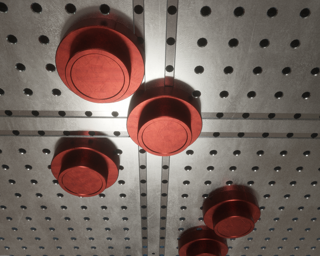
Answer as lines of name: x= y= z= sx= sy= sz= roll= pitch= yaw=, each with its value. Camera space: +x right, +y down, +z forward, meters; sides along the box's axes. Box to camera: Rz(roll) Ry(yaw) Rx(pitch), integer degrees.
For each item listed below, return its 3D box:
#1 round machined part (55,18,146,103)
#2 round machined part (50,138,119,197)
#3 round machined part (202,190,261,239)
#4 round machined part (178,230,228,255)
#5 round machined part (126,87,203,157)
round machined part: x=-0.066 y=-0.066 z=0.343 sx=0.099 sy=0.042 sz=0.097 roll=-1 pitch=130 yaw=0
round machined part: x=-0.110 y=0.064 z=0.454 sx=0.099 sy=0.042 sz=0.097 roll=-1 pitch=130 yaw=0
round machined part: x=0.124 y=0.154 z=0.534 sx=0.099 sy=0.042 sz=0.097 roll=-1 pitch=130 yaw=0
round machined part: x=0.086 y=0.246 z=0.611 sx=0.099 sy=0.042 sz=0.097 roll=-1 pitch=130 yaw=0
round machined part: x=0.006 y=-0.001 z=0.400 sx=0.099 sy=0.042 sz=0.097 roll=-1 pitch=130 yaw=0
